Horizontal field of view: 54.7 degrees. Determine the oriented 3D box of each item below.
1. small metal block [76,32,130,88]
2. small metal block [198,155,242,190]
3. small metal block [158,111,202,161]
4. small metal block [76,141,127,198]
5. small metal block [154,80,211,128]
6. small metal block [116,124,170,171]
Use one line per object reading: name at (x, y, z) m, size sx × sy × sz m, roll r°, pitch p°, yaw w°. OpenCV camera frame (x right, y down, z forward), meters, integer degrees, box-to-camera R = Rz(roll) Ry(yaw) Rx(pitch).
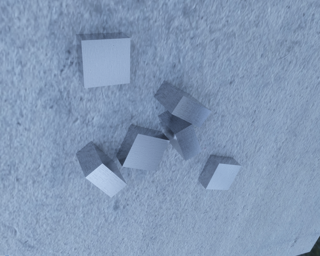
small metal block at (-0.060, -0.073, 0.330) m, size 0.050 × 0.025 × 0.050 m, roll -10°, pitch 123°, yaw -23°
small metal block at (0.098, 0.074, 0.508) m, size 0.050 × 0.025 × 0.050 m, roll 10°, pitch 114°, yaw -33°
small metal block at (0.026, 0.007, 0.411) m, size 0.025 × 0.050 × 0.050 m, roll -30°, pitch 129°, yaw -9°
small metal block at (-0.073, 0.051, 0.384) m, size 0.025 × 0.050 × 0.050 m, roll -40°, pitch 130°, yaw -1°
small metal block at (0.028, -0.030, 0.389) m, size 0.050 × 0.050 × 0.025 m, roll 23°, pitch 106°, yaw -37°
small metal block at (-0.023, 0.027, 0.413) m, size 0.050 × 0.025 × 0.050 m, roll 14°, pitch 111°, yaw -34°
